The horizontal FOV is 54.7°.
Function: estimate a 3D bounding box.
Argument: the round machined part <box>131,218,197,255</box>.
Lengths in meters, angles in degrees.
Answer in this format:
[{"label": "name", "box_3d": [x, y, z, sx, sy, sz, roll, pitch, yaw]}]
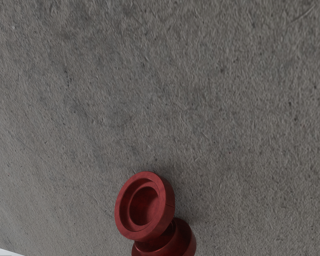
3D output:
[{"label": "round machined part", "box_3d": [0.001, 0.170, 0.462, 0.098, 0.098, 0.042, -9, 120, 32]}]

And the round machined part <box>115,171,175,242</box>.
[{"label": "round machined part", "box_3d": [-0.017, 0.116, 0.453, 0.098, 0.098, 0.042, -17, 145, 35]}]
